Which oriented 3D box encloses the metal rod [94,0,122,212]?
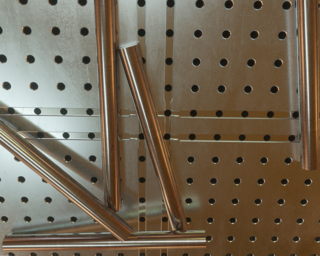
[{"bbox_3d":[-0.066,-0.022,0.404,0.025,0.025,0.298,1,110,-1],"label":"metal rod"}]

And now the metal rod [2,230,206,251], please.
[{"bbox_3d":[-0.085,0.167,0.458,0.302,0.025,0.025,-4,110,7],"label":"metal rod"}]

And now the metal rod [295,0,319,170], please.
[{"bbox_3d":[0.184,-0.084,0.385,0.025,0.025,0.298,-10,110,3],"label":"metal rod"}]

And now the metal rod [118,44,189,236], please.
[{"bbox_3d":[-0.001,0.036,0.426,0.025,0.025,0.298,-14,110,4],"label":"metal rod"}]

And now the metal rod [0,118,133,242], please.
[{"bbox_3d":[-0.157,0.051,0.414,0.300,0.025,0.025,42,105,-9],"label":"metal rod"}]
